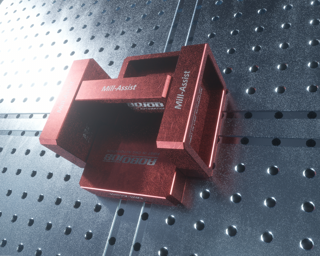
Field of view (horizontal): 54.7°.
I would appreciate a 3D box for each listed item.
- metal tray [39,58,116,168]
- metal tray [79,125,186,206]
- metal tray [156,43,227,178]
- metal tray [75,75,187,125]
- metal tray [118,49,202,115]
[{"bbox_3d":[-0.101,-0.019,0.429,0.030,0.090,0.130,1,62,28],"label":"metal tray"},{"bbox_3d":[-0.031,0.043,0.392,0.130,0.030,0.090,1,62,28],"label":"metal tray"},{"bbox_3d":[0.042,-0.019,0.354,0.030,0.090,0.130,1,62,28],"label":"metal tray"},{"bbox_3d":[-0.029,-0.026,0.394,0.130,0.090,0.030,1,63,28],"label":"metal tray"},{"bbox_3d":[-0.001,-0.064,0.443,0.130,0.030,0.090,1,62,28],"label":"metal tray"}]
